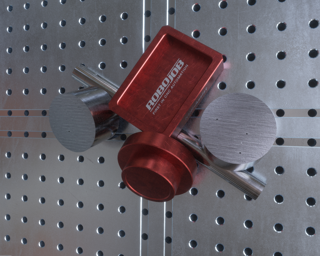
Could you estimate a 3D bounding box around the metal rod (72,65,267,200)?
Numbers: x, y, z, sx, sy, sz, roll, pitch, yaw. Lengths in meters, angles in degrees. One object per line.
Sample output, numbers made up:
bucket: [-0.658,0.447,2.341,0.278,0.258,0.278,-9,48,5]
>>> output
metal rod: [0.000,-0.003,0.413,0.300,0.025,0.025,33,101,17]

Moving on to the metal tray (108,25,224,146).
metal tray: [0.008,-0.054,0.391,0.090,0.030,0.130,34,87,17]

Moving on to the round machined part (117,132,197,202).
round machined part: [-0.008,0.054,0.377,0.098,0.042,0.097,14,138,14]

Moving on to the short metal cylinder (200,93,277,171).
short metal cylinder: [0.087,0.006,0.356,0.080,0.050,0.080,-2,73,8]

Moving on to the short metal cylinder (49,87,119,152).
short metal cylinder: [-0.103,-0.013,0.423,0.080,0.050,0.079,10,111,27]
